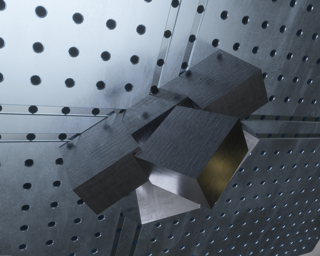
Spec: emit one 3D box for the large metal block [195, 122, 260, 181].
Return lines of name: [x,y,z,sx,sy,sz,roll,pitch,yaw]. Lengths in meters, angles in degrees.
large metal block: [0.088,0.027,0.431,0.050,0.080,0.080,33,103,4]

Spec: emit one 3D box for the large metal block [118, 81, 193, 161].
large metal block: [0.004,0.001,0.399,0.080,0.050,0.080,-34,129,-6]

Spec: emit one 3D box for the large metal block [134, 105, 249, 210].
large metal block: [0.035,0.027,0.329,0.080,0.080,0.050,-50,134,-26]

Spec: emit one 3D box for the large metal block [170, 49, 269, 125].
large metal block: [0.072,-0.045,0.386,0.080,0.080,0.050,-34,129,-6]

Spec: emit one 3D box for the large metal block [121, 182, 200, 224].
large metal block: [-0.005,0.088,0.418,0.081,0.080,0.050,-9,86,-24]

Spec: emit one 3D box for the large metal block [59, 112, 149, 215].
large metal block: [-0.062,0.039,0.363,0.080,0.080,0.050,-33,129,-7]
